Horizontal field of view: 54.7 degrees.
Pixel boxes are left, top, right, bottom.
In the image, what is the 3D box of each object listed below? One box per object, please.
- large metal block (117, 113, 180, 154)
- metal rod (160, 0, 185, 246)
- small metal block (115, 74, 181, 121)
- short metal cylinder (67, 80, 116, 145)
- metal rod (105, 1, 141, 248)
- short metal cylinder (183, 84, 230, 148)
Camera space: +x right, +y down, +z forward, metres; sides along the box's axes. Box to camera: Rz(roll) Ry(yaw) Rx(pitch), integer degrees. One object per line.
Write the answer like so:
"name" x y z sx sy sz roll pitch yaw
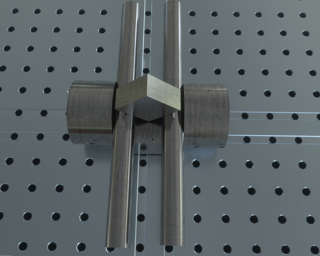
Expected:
"large metal block" -0.013 -0.012 0.398 0.081 0.050 0.080 1 70 0
"metal rod" 0.015 -0.022 0.363 0.025 0.025 0.299 1 70 0
"small metal block" -0.013 -0.031 0.339 0.050 0.050 0.025 -17 64 41
"short metal cylinder" -0.079 -0.019 0.385 0.050 0.080 0.080 1 70 0
"metal rod" -0.040 -0.020 0.362 0.025 0.025 0.299 1 70 0
"short metal cylinder" 0.053 -0.015 0.384 0.050 0.080 0.080 0 70 1
